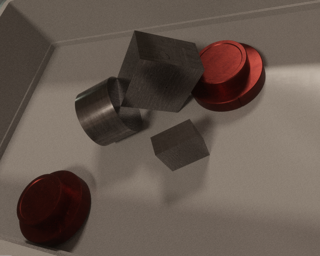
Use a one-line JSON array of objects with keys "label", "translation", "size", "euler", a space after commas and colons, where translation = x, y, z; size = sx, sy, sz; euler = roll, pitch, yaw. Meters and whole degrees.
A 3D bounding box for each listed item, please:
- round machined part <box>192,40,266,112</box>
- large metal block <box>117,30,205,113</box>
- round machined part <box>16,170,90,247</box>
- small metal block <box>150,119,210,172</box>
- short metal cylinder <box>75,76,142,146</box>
[{"label": "round machined part", "translation": [0.081, -0.073, 0.396], "size": [0.098, 0.042, 0.098], "euler": [-13, 56, 20]}, {"label": "large metal block", "translation": [-0.003, -0.067, 0.391], "size": [0.079, 0.081, 0.050], "euler": [121, 146, -46]}, {"label": "round machined part", "translation": [-0.144, 0.099, 0.403], "size": [0.098, 0.042, 0.098], "euler": [-14, 52, 19]}, {"label": "small metal block", "translation": [0.024, 0.022, 0.363], "size": [0.050, 0.050, 0.025], "euler": [-26, 53, 12]}, {"label": "short metal cylinder", "translation": [-0.067, -0.022, 0.415], "size": [0.050, 0.080, 0.080], "euler": [-25, 53, 18]}]
